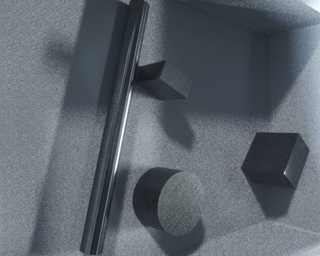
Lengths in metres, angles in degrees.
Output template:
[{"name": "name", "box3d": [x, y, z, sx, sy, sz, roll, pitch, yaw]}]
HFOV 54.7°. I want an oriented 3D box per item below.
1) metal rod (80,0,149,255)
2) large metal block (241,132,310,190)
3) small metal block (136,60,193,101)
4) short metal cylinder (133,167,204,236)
[{"name": "metal rod", "box3d": [-0.051, -0.009, 0.365, 0.025, 0.025, 0.299, 17, 79, -39]}, {"name": "large metal block", "box3d": [0.203, 0.055, 0.544, 0.050, 0.080, 0.080, 46, 62, -31]}, {"name": "small metal block", "box3d": [0.005, -0.059, 0.396, 0.050, 0.050, 0.025, 31, 71, -36]}, {"name": "short metal cylinder", "box3d": [0.012, 0.093, 0.403, 0.081, 0.050, 0.079, 0, 90, -40]}]
